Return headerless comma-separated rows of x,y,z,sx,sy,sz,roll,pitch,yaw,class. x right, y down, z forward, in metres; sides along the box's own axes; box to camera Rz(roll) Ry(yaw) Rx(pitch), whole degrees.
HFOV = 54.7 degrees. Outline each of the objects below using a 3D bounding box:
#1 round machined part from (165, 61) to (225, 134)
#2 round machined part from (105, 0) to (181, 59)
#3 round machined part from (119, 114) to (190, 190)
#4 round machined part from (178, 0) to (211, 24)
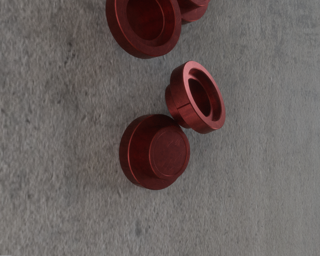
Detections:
0.044,-0.037,0.418,0.098,0.042,0.098,30,48,-40,round machined part
-0.023,-0.133,0.375,0.099,0.042,0.097,0,90,-40,round machined part
0.000,0.031,0.396,0.099,0.042,0.097,0,90,-40,round machined part
0.036,-0.197,0.426,0.099,0.042,0.097,0,90,-40,round machined part
